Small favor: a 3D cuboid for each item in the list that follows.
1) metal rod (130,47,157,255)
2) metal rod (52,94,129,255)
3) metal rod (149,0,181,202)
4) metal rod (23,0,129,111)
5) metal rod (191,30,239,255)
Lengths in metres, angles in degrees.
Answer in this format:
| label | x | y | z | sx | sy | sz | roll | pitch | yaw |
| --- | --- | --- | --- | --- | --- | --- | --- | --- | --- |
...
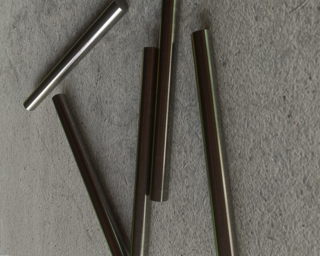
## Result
| label | x | y | z | sx | sy | sz | roll | pitch | yaw |
| --- | --- | --- | --- | --- | --- | --- | --- | --- | --- |
| metal rod | -0.020 | 0.043 | 0.421 | 0.025 | 0.025 | 0.298 | 6 | 94 | 40 |
| metal rod | -0.117 | 0.070 | 0.501 | 0.025 | 0.025 | 0.299 | -41 | 65 | 32 |
| metal rod | 0.008 | -0.055 | 0.398 | 0.025 | 0.025 | 0.298 | 6 | 94 | 40 |
| metal rod | -0.158 | -0.112 | 0.535 | 0.299 | 0.025 | 0.025 | -33 | 70 | 35 |
| metal rod | 0.064 | 0.037 | 0.351 | 0.025 | 0.025 | 0.298 | -10 | 84 | 39 |
